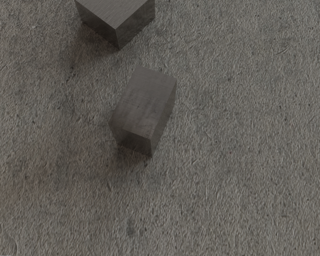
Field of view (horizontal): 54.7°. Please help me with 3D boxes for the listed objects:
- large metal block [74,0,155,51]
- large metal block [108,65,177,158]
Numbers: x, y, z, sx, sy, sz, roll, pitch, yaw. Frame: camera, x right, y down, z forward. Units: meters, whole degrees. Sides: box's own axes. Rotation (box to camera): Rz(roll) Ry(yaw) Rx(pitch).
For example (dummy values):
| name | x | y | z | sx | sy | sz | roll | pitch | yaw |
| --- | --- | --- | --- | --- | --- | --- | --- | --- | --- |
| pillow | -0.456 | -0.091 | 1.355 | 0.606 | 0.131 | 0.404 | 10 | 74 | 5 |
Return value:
| name | x | y | z | sx | sy | sz | roll | pitch | yaw |
| --- | --- | --- | --- | --- | --- | --- | --- | --- | --- |
| large metal block | -0.064 | -0.177 | 0.459 | 0.080 | 0.050 | 0.080 | 39 | 74 | 13 |
| large metal block | -0.018 | -0.018 | 0.385 | 0.050 | 0.080 | 0.080 | 21 | 71 | 7 |
